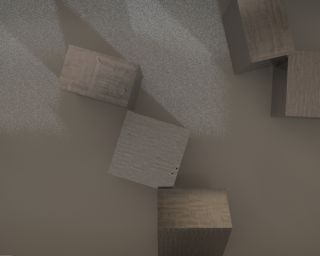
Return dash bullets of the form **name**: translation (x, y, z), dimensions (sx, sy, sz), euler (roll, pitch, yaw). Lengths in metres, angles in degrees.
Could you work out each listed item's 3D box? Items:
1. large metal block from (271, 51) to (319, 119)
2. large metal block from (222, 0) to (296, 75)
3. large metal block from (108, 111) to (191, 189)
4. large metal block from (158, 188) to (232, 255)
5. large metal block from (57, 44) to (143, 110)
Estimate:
- **large metal block**: translation (0.194, -0.053, 0.400), dimensions (0.081, 0.050, 0.080), euler (3, 90, 0)
- **large metal block**: translation (0.118, -0.117, 0.385), dimensions (0.050, 0.080, 0.080), euler (-13, 90, 0)
- **large metal block**: translation (-0.013, 0.029, 0.399), dimensions (0.080, 0.050, 0.080), euler (17, 90, 0)
- **large metal block**: translation (0.038, 0.117, 0.378), dimensions (0.081, 0.080, 0.050), euler (0, 45, 0)
- **large metal block**: translation (-0.069, -0.058, 0.383), dimensions (0.080, 0.080, 0.050), euler (16, 90, 0)
